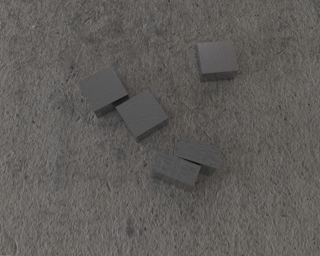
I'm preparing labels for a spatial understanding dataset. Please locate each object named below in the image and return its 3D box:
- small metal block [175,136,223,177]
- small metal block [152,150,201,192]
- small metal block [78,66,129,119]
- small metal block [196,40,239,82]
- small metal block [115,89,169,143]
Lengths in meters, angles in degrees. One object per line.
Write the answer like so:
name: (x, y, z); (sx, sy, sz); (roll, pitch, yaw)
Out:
small metal block: (0.045, 0.036, 0.382); (0.050, 0.050, 0.025); (17, 71, 6)
small metal block: (0.019, 0.054, 0.375); (0.050, 0.050, 0.025); (21, 72, 7)
small metal block: (-0.077, -0.049, 0.425); (0.050, 0.025, 0.050); (-29, 73, -10)
small metal block: (0.080, -0.096, 0.443); (0.050, 0.025, 0.050); (-6, 70, -2)
small metal block: (-0.024, -0.016, 0.414); (0.050, 0.025, 0.050); (-31, 73, -11)
